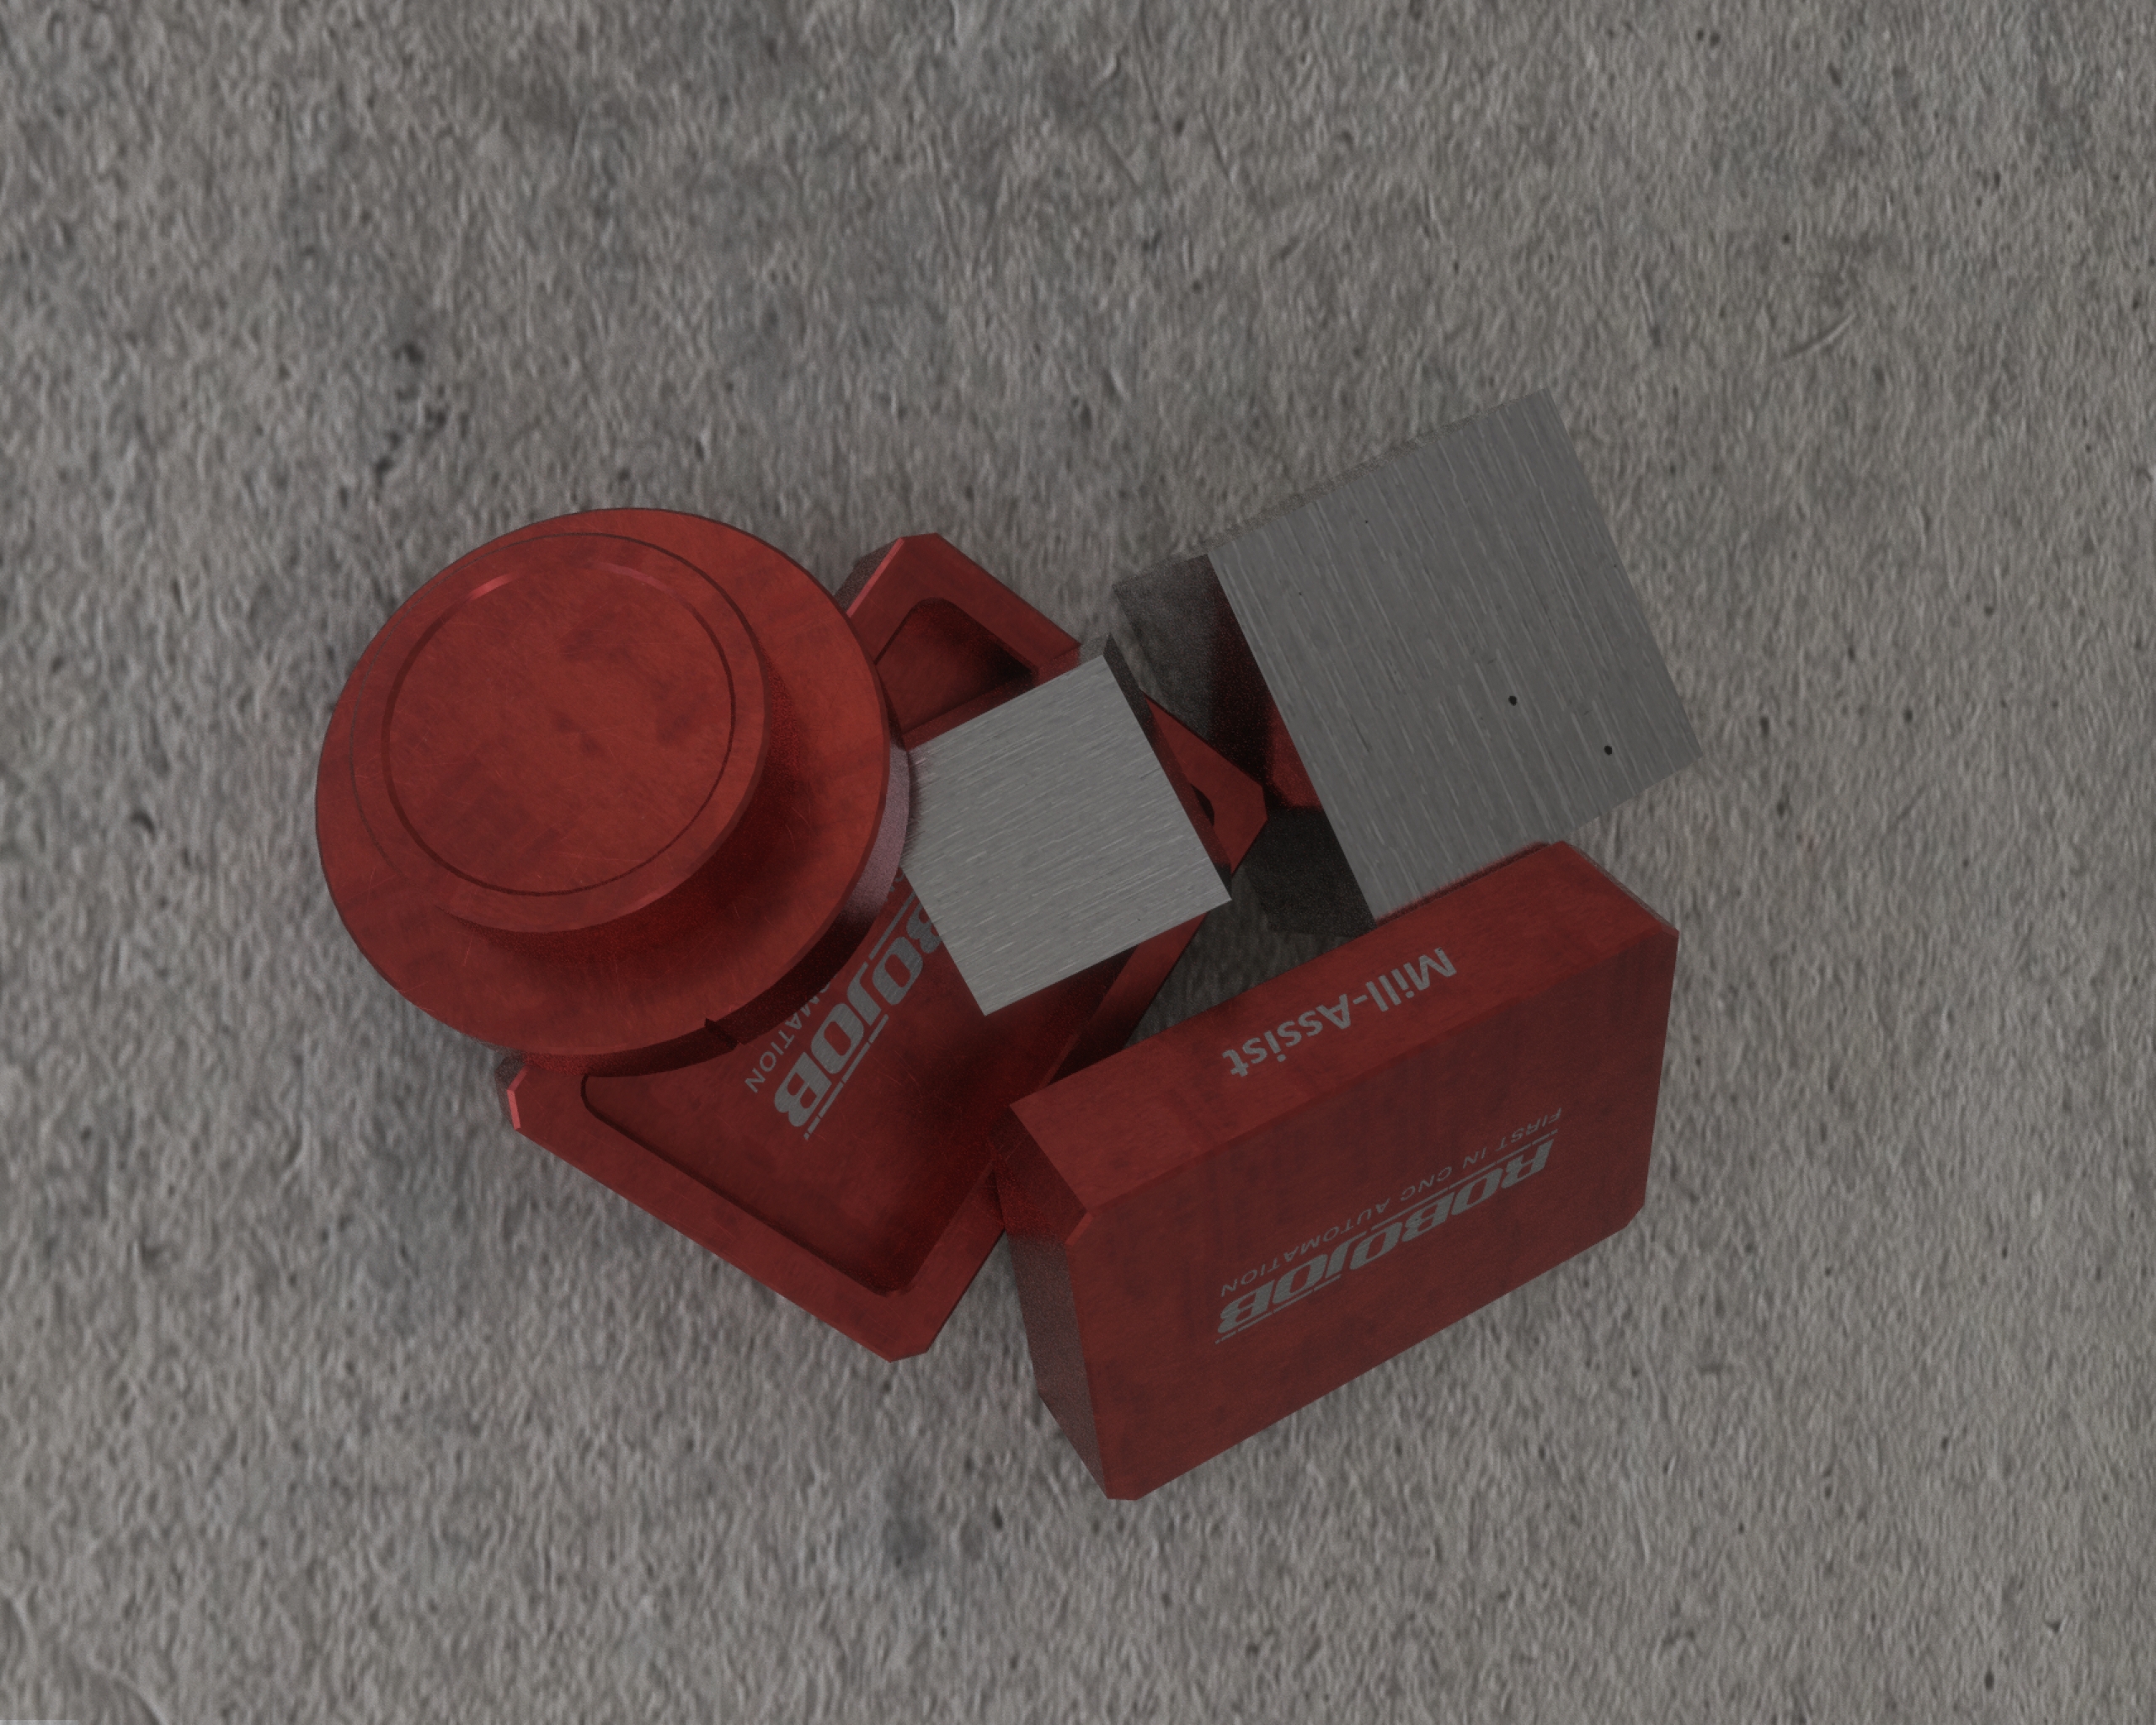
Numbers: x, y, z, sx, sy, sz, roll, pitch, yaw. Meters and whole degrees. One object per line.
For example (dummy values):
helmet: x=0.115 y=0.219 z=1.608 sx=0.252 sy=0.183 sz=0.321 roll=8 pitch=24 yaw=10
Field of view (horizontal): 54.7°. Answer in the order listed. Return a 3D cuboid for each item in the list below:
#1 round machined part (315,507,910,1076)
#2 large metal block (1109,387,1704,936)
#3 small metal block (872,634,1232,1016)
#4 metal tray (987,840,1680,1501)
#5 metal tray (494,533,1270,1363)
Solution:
round machined part: x=-0.080 y=-0.016 z=0.349 sx=0.099 sy=0.042 sz=0.098 roll=-1 pitch=73 yaw=5
large metal block: x=0.066 y=-0.039 z=0.421 sx=0.080 sy=0.050 sz=0.080 roll=-28 pitch=100 yaw=-18
small metal block: x=-0.006 y=-0.007 z=0.384 sx=0.050 sy=0.025 sz=0.050 roll=-26 pitch=102 yaw=10
metal tray: x=0.052 y=0.060 z=0.402 sx=0.131 sy=0.030 sz=0.089 roll=-24 pitch=134 yaw=-18
metal tray: x=-0.035 y=0.015 z=0.394 sx=0.090 sy=0.030 sz=0.130 roll=37 pitch=78 yaw=-17
